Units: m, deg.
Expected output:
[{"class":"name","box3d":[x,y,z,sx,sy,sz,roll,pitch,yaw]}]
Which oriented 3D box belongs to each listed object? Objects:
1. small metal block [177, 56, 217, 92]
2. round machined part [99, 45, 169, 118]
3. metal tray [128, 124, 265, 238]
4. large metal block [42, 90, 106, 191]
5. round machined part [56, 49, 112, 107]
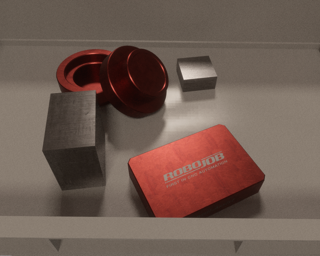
[{"class":"small metal block","box3d":[0.055,-0.084,0.476,0.050,0.025,0.050,-7,50,-6]},{"class":"round machined part","box3d":[-0.027,-0.066,0.414,0.099,0.042,0.098,17,62,-37]},{"class":"metal tray","box3d":[0.040,0.055,0.356,0.131,0.030,0.090,-20,53,-17]},{"class":"large metal block","box3d":[-0.093,0.015,0.356,0.050,0.080,0.080,-5,50,-5]},{"class":"round machined part","box3d":[-0.096,-0.068,0.450,0.099,0.042,0.098,0,50,0]}]
